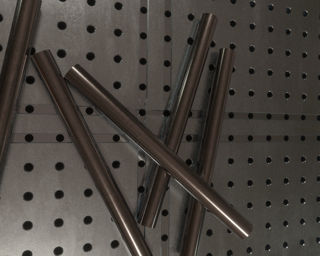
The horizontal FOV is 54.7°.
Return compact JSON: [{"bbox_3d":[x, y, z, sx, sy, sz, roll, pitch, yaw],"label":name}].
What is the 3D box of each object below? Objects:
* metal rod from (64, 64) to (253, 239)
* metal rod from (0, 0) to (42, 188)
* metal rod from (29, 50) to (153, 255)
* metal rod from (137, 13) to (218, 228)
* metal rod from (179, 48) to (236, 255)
[{"bbox_3d":[0.002,0.033,0.389,0.300,0.025,0.025,43,76,-6],"label":"metal rod"},{"bbox_3d":[-0.177,-0.004,0.347,0.025,0.025,0.298,12,86,-20],"label":"metal rod"},{"bbox_3d":[-0.078,0.048,0.384,0.025,0.025,0.299,-28,99,-18],"label":"metal rod"},{"bbox_3d":[0.026,-0.015,0.423,0.025,0.025,0.299,20,83,-19],"label":"metal rod"},{"bbox_3d":[0.068,0.035,0.439,0.025,0.025,0.298,13,86,-20],"label":"metal rod"}]
